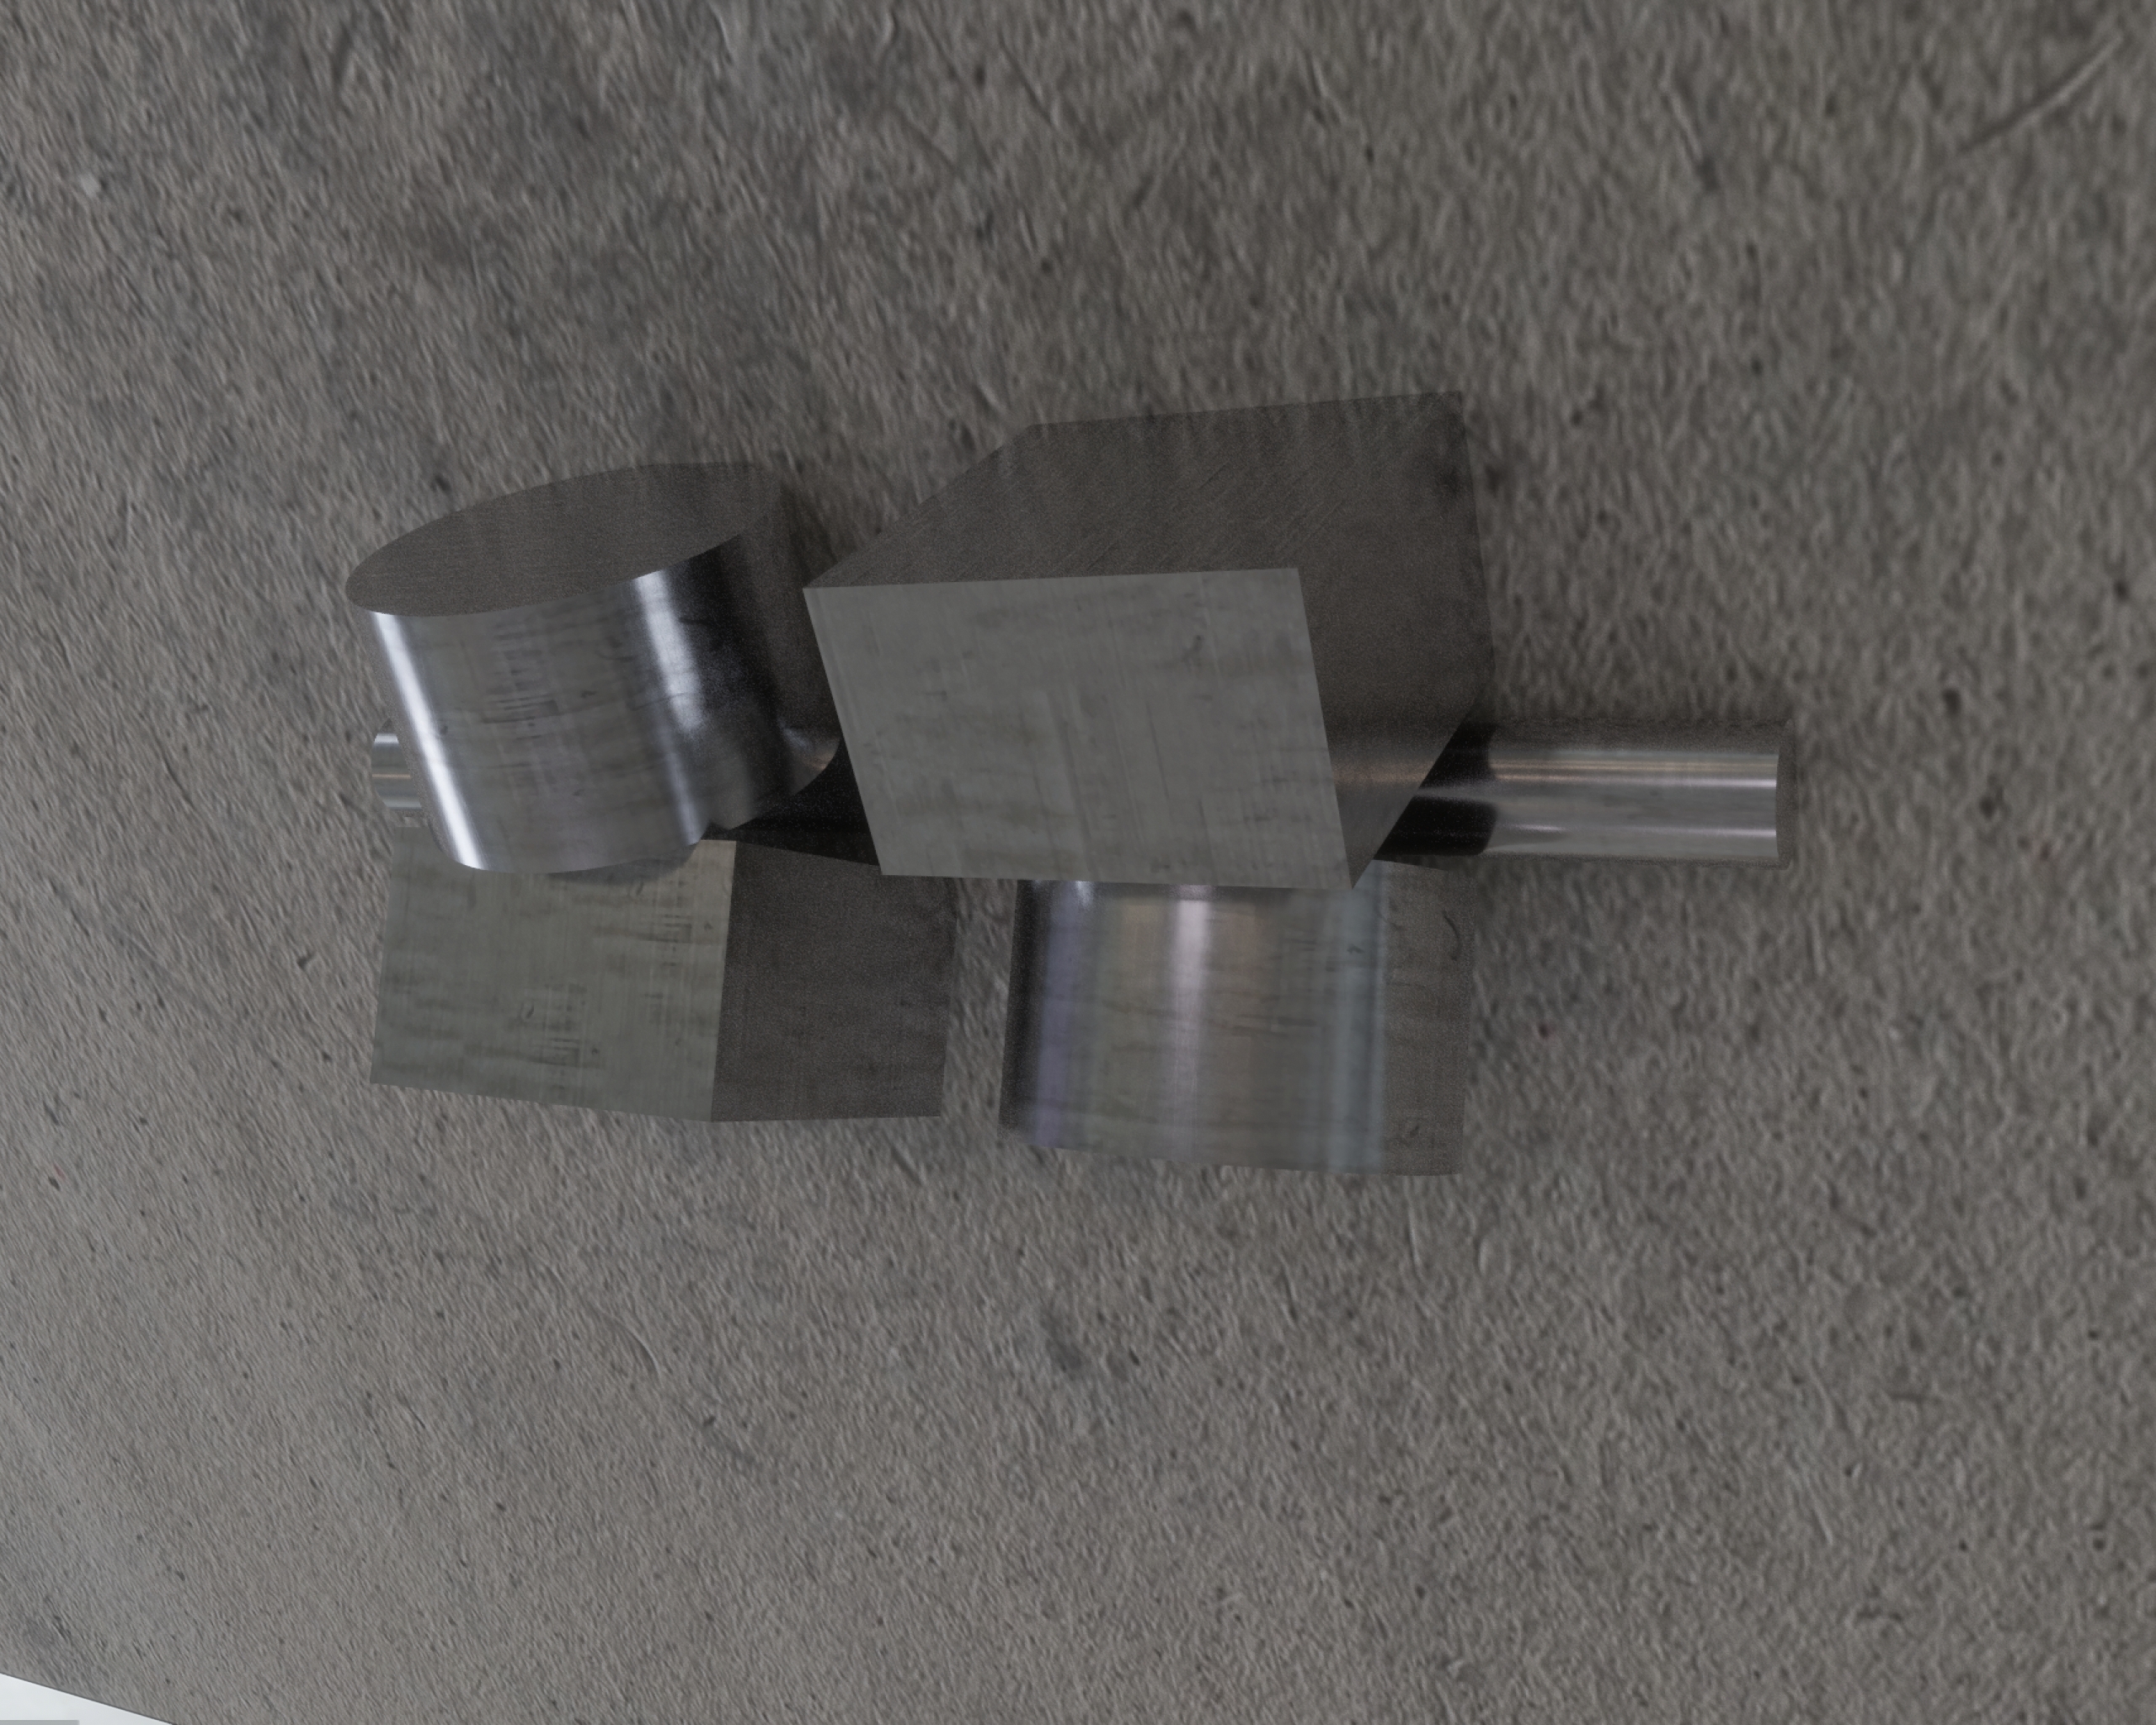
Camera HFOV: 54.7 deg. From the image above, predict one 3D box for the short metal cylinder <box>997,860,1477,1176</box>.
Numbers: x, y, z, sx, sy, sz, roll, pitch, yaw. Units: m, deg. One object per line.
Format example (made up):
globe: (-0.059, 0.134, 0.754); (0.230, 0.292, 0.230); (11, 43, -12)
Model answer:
short metal cylinder: (0.028, 0.026, 0.366); (0.080, 0.080, 0.050); (2, 85, 27)

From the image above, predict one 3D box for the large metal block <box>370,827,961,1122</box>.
large metal block: (-0.081, 0.023, 0.422); (0.080, 0.080, 0.050); (2, 86, 26)

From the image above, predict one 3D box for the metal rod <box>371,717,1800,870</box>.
metal rod: (-0.018, -0.017, 0.409); (0.300, 0.025, 0.025); (2, 120, 27)

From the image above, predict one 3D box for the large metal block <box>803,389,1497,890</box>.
large metal block: (0.016, -0.038, 0.340); (0.080, 0.080, 0.050); (2, 119, 27)

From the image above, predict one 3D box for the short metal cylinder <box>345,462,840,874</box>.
short metal cylinder: (-0.090, -0.039, 0.396); (0.080, 0.080, 0.050); (4, 120, 26)
